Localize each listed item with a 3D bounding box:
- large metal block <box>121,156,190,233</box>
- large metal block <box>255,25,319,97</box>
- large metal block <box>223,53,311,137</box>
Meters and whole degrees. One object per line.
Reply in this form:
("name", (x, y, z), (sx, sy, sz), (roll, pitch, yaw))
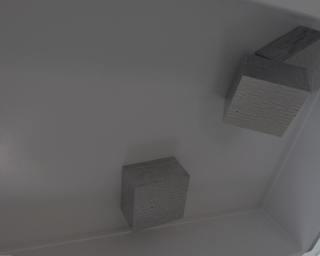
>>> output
("large metal block", (-0.009, 0.094, 0.445), (0.081, 0.050, 0.079), (-9, 122, -24))
("large metal block", (0.190, -0.086, 0.442), (0.080, 0.050, 0.080), (-31, 129, -8))
("large metal block", (0.134, -0.041, 0.403), (0.080, 0.050, 0.079), (15, 136, 2))
